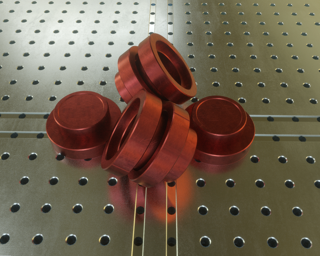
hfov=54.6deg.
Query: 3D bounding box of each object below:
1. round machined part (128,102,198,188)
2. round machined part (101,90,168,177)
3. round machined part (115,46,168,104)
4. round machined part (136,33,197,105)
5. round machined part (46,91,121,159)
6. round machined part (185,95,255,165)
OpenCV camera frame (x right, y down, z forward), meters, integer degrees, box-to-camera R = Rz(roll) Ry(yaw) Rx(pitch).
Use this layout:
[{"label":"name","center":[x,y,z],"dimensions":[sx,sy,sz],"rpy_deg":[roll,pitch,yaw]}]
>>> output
[{"label":"round machined part","center":[0.006,0.023,0.353],"dimensions":[0.042,0.098,0.098],"rpy_deg":[29,48,-18]},{"label":"round machined part","center":[-0.023,0.010,0.346],"dimensions":[0.042,0.098,0.098],"rpy_deg":[28,48,-18]},{"label":"round machined part","center":[-0.023,-0.059,0.425],"dimensions":[0.042,0.098,0.098],"rpy_deg":[-32,45,26]},{"label":"round machined part","center":[0.003,-0.073,0.413],"dimensions":[0.042,0.098,0.098],"rpy_deg":[-32,45,26]},{"label":"round machined part","center":[-0.099,-0.011,0.405],"dimensions":[0.099,0.042,0.098],"rpy_deg":[0,50,0]},{"label":"round machined part","center":[0.074,-0.004,0.401],"dimensions":[0.099,0.042,0.098],"rpy_deg":[0,50,0]}]
